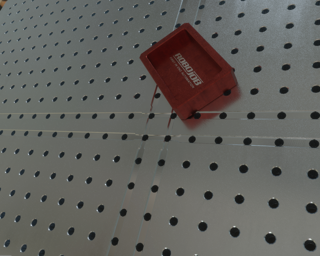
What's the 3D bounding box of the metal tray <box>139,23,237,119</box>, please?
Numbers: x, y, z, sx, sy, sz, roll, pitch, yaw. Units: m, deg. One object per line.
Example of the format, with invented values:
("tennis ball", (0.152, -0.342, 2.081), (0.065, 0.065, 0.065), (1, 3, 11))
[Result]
("metal tray", (0.035, -0.084, 0.438), (0.090, 0.030, 0.130), (-34, 51, 5))
